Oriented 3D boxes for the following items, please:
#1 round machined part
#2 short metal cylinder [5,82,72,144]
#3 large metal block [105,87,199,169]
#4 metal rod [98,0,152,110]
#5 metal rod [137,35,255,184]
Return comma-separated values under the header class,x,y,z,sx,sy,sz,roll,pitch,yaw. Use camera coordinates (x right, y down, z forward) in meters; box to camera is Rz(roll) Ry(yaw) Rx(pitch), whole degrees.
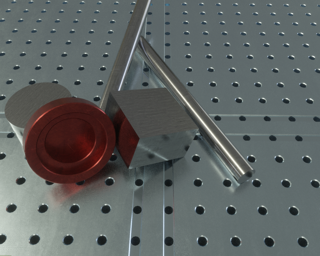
class,x,y,z,sx,sy,sz,roll,pitch,yaw
round machined part,-0.104,0.011,0.355,0.099,0.097,0.042,-25,32,-20
short metal cylinder,-0.149,-0.014,0.401,0.081,0.050,0.080,0,50,0
large metal block,-0.014,-0.003,0.379,0.081,0.050,0.080,-9,48,-33
metal rod,-0.053,-0.113,0.478,0.025,0.025,0.300,8,57,6
metal rod,0.032,-0.045,0.446,0.025,0.025,0.300,-21,53,-17
